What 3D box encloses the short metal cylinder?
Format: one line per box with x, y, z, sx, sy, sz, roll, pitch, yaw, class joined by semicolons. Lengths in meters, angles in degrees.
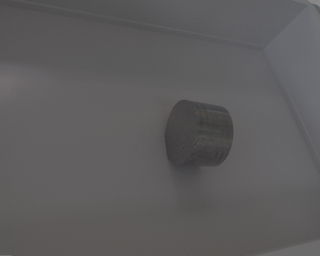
0.047;0.007;0.390;0.050;0.080;0.080;7;59;-25;short metal cylinder
